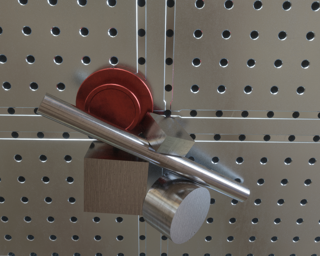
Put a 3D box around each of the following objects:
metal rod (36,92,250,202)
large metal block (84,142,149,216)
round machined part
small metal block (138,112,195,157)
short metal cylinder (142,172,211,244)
[{"bbox_3d":[-0.003,0.034,0.391,0.302,0.025,0.025,26,108,-23],"label":"metal rod"},{"bbox_3d":[-0.058,0.068,0.422,0.081,0.050,0.079,4,110,-2],"label":"large metal block"},{"bbox_3d":[-0.058,-0.027,0.394,0.099,0.042,0.097,0,110,-1],"label":"round machined part"},{"bbox_3d":[0.008,0.008,0.393,0.050,0.050,0.025,14,117,-42],"label":"small metal block"},{"bbox_3d":[0.023,0.106,0.417,0.081,0.050,0.079,-23,124,-40],"label":"short metal cylinder"}]
